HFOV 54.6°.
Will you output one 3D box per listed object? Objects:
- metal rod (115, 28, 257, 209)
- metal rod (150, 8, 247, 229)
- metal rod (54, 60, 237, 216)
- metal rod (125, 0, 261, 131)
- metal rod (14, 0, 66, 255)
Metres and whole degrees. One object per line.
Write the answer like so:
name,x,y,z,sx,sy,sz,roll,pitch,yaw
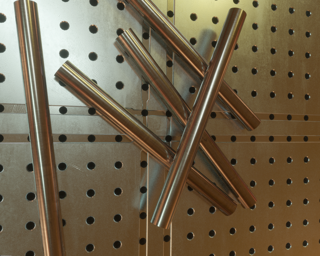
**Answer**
metal rod,0.043,-0.005,0.428,0.025,0.025,0.300,-41,103,-15
metal rod,0.053,-0.018,0.403,0.025,0.025,0.299,24,82,-19
metal rod,-0.008,0.023,0.409,0.300,0.025,0.025,41,77,-16
metal rod,0.035,-0.105,0.425,0.300,0.025,0.025,44,76,-15
metal rod,-0.139,0.006,0.361,0.025,0.025,0.298,-7,92,-20
